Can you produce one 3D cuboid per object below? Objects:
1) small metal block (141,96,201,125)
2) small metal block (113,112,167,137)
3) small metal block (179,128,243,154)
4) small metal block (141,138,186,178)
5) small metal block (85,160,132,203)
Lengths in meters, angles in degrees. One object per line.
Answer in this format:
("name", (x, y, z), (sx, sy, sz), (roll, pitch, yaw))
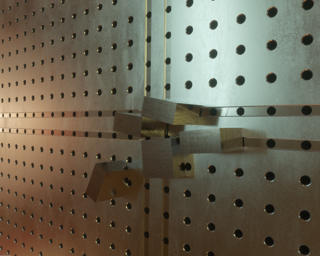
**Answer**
("small metal block", (0.014, -0.021, 0.380), (0.050, 0.050, 0.025), (16, 100, 38))
("small metal block", (-0.026, -0.005, 0.412), (0.050, 0.050, 0.025), (11, 97, 39))
("small metal block", (0.057, 0.014, 0.344), (0.050, 0.050, 0.025), (-6, 86, 39))
("small metal block", (0.004, 0.039, 0.404), (0.050, 0.025, 0.050), (-7, 86, 39))
("small metal block", (-0.074, 0.077, 0.452), (0.025, 0.050, 0.050), (33, 111, 35))
